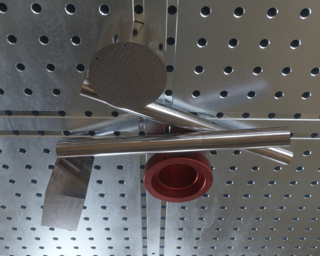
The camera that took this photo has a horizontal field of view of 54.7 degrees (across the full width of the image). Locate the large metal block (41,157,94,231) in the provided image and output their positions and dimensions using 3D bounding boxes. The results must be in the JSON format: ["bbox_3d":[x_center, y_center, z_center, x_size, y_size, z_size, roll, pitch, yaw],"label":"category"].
[{"bbox_3d":[-0.133,0.089,0.450,0.050,0.080,0.079,14,129,-12],"label":"large metal block"}]

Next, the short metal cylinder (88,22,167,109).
[{"bbox_3d":[-0.033,-0.067,0.337,0.081,0.050,0.079,0,130,0],"label":"short metal cylinder"}]

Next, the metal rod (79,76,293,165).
[{"bbox_3d":[0.046,-0.004,0.408,0.302,0.025,0.025,18,128,-16],"label":"metal rod"}]

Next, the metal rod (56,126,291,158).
[{"bbox_3d":[0.007,0.020,0.402,0.301,0.025,0.025,-4,131,13],"label":"metal rod"}]

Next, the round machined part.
[{"bbox_3d":[0.026,0.063,0.455,0.099,0.042,0.097,-1,130,0],"label":"round machined part"}]
